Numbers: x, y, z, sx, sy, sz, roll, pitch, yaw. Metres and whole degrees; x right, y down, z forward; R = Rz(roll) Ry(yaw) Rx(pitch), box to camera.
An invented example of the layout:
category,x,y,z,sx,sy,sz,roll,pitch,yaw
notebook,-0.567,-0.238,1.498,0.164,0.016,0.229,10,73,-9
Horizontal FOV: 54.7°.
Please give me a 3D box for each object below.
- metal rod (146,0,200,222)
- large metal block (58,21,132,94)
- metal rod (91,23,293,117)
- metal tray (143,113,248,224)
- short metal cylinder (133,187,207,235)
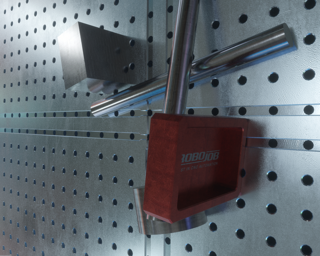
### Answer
category,x,y,z,sx,sy,sz,roll,pitch,yaw
metal rod,0.020,-0.052,0.342,0.025,0.025,0.299,-3,72,40
large metal block,-0.094,-0.098,0.451,0.050,0.081,0.080,-18,79,38
metal rod,0.013,-0.060,0.398,0.300,0.025,0.025,-15,80,39
metal tray,0.041,0.033,0.307,0.030,0.131,0.089,9,96,39
short metal cylinder,0.012,0.090,0.364,0.080,0.081,0.050,-16,80,39
